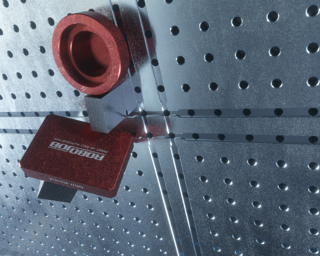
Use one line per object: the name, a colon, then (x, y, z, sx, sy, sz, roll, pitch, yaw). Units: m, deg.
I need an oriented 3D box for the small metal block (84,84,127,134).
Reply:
small metal block: (-0.071, -0.028, 0.415, 0.025, 0.050, 0.050, 9, 123, 23)

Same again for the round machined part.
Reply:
round machined part: (-0.080, -0.093, 0.383, 0.098, 0.042, 0.097, 12, 121, 22)

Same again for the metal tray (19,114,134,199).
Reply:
metal tray: (-0.111, 0.037, 0.431, 0.131, 0.090, 0.030, 14, 146, 6)

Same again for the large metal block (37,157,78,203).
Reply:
large metal block: (-0.150, 0.058, 0.481, 0.050, 0.080, 0.080, 16, 133, -23)
